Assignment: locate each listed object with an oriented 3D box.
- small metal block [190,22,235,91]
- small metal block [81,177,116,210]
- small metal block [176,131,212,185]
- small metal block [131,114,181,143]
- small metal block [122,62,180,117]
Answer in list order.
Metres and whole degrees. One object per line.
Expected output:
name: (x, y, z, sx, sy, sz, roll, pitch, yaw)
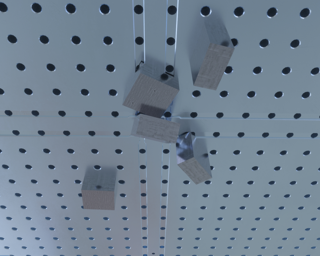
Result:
small metal block: (0.054, -0.077, 0.331, 0.025, 0.050, 0.050, 11, 129, -10)
small metal block: (-0.098, 0.107, 0.502, 0.050, 0.025, 0.050, 3, 130, -4)
small metal block: (0.047, 0.042, 0.432, 0.025, 0.050, 0.050, -27, 125, 21)
small metal block: (-0.007, 0.002, 0.395, 0.050, 0.050, 0.025, 14, 84, -12)
small metal block: (-0.011, -0.044, 0.374, 0.050, 0.025, 0.050, 22, 127, -18)
